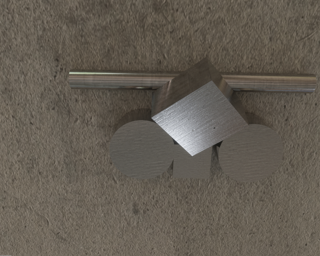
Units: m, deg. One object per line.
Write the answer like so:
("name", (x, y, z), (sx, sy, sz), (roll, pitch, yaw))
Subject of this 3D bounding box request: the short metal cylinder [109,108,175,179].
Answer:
("short metal cylinder", (-0.022, 0.019, 0.404), (0.081, 0.050, 0.079), (0, 110, 0))

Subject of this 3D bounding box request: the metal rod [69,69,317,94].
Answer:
("metal rod", (0.041, -0.059, 0.389), (0.302, 0.025, 0.025), (1, 110, -1))

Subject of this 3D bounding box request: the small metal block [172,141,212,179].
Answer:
("small metal block", (0.043, 0.041, 0.427), (0.050, 0.025, 0.050), (2, 110, -1))

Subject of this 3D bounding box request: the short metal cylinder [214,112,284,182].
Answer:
("short metal cylinder", (0.113, 0.024, 0.407), (0.081, 0.050, 0.079), (0, 110, 0))

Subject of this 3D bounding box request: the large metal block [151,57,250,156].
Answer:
("large metal block", (0.047, -0.023, 0.371), (0.080, 0.050, 0.080), (-31, 124, 24))
